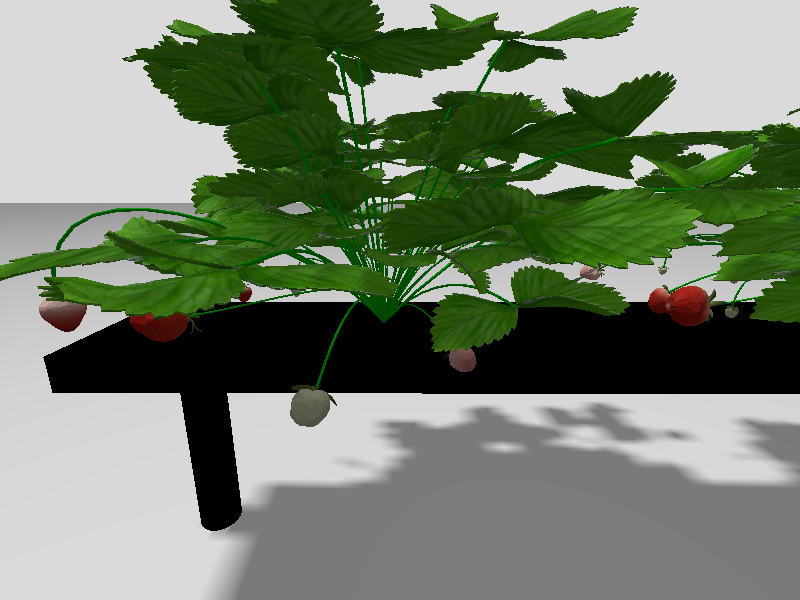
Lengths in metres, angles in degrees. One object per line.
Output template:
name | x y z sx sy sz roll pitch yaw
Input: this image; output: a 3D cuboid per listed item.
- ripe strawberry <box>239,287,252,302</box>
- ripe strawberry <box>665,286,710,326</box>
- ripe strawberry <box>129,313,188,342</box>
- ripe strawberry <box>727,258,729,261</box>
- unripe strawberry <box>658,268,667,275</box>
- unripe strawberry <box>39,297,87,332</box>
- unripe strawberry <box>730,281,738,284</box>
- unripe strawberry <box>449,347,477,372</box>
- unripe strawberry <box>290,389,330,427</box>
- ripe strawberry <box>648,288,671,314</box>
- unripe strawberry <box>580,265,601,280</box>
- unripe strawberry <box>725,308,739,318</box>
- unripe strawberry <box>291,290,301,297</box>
ripe strawberry | -0.166 -0.006 0.426 0.016 0.016 0.018 6 17 21
ripe strawberry | 0.254 0.005 0.356 0.034 0.035 0.031 -1 15 -2
ripe strawberry | -0.191 0.014 0.320 0.042 0.036 0.042 -4 16 -14
ripe strawberry | 0.458 -0.046 0.541 0.032 0.036 0.035 2 15 7
unripe strawberry | 0.354 -0.039 0.540 0.011 0.010 0.010 -7 17 -23
unripe strawberry | -0.275 0.011 0.329 0.030 0.031 0.029 -2 16 -8
unripe strawberry | 0.406 -0.025 0.486 0.011 0.011 0.010 -4 16 -12
unripe strawberry | 0.042 0.039 0.263 0.017 0.020 0.019 -8 23 -27
unripe strawberry | -0.046 0.056 0.205 0.021 0.019 0.019 3 43 10
ripe strawberry | 0.255 0.002 0.391 0.024 0.023 0.022 37 17 -2
unripe strawberry | 0.252 -0.038 0.531 0.028 0.025 0.026 -16 1 -45
unripe strawberry | 0.292 0.011 0.353 0.010 0.010 0.009 -1 15 -5
unripe strawberry | -0.117 -0.009 0.451 0.011 0.011 0.011 13 20 39
